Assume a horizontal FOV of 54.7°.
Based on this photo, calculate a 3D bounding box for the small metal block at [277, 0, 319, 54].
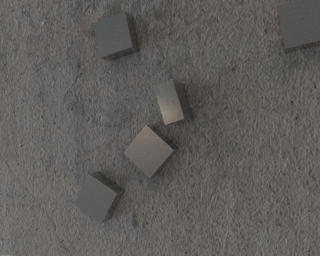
[{"bbox_3d":[0.164,-0.117,0.351,0.050,0.025,0.050,-10,87,19],"label":"small metal block"}]

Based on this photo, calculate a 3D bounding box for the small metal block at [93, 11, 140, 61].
[{"bbox_3d":[-0.060,-0.126,0.430,0.050,0.025,0.050,-13,86,19],"label":"small metal block"}]

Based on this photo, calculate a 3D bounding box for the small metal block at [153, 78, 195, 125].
[{"bbox_3d":[0.019,-0.031,0.389,0.025,0.050,0.050,-18,84,19],"label":"small metal block"}]

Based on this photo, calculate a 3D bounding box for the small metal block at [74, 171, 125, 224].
[{"bbox_3d":[-0.085,0.098,0.439,0.050,0.025,0.050,30,100,17],"label":"small metal block"}]

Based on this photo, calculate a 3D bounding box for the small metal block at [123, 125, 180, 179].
[{"bbox_3d":[-0.011,0.031,0.413,0.050,0.025,0.050,42,103,15],"label":"small metal block"}]
